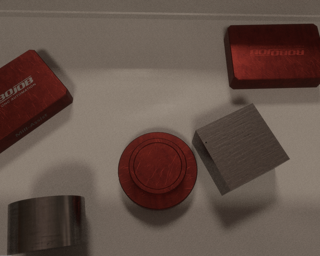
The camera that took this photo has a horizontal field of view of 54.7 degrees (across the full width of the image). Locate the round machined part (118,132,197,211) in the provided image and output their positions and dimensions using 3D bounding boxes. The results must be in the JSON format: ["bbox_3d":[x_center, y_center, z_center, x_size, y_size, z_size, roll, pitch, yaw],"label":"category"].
[{"bbox_3d":[-0.003,0.051,0.382,0.099,0.042,0.098,0,70,-1],"label":"round machined part"}]

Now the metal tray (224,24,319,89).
[{"bbox_3d":[0.164,-0.104,0.447,0.131,0.030,0.090,-2,70,-1],"label":"metal tray"}]

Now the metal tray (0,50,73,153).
[{"bbox_3d":[-0.198,-0.036,0.418,0.130,0.030,0.090,-38,75,-13],"label":"metal tray"}]

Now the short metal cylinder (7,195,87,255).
[{"bbox_3d":[-0.123,0.107,0.340,0.081,0.080,0.050,-8,71,-3],"label":"short metal cylinder"}]

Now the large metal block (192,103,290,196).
[{"bbox_3d":[0.097,0.028,0.388,0.080,0.050,0.080,-25,72,-9],"label":"large metal block"}]
